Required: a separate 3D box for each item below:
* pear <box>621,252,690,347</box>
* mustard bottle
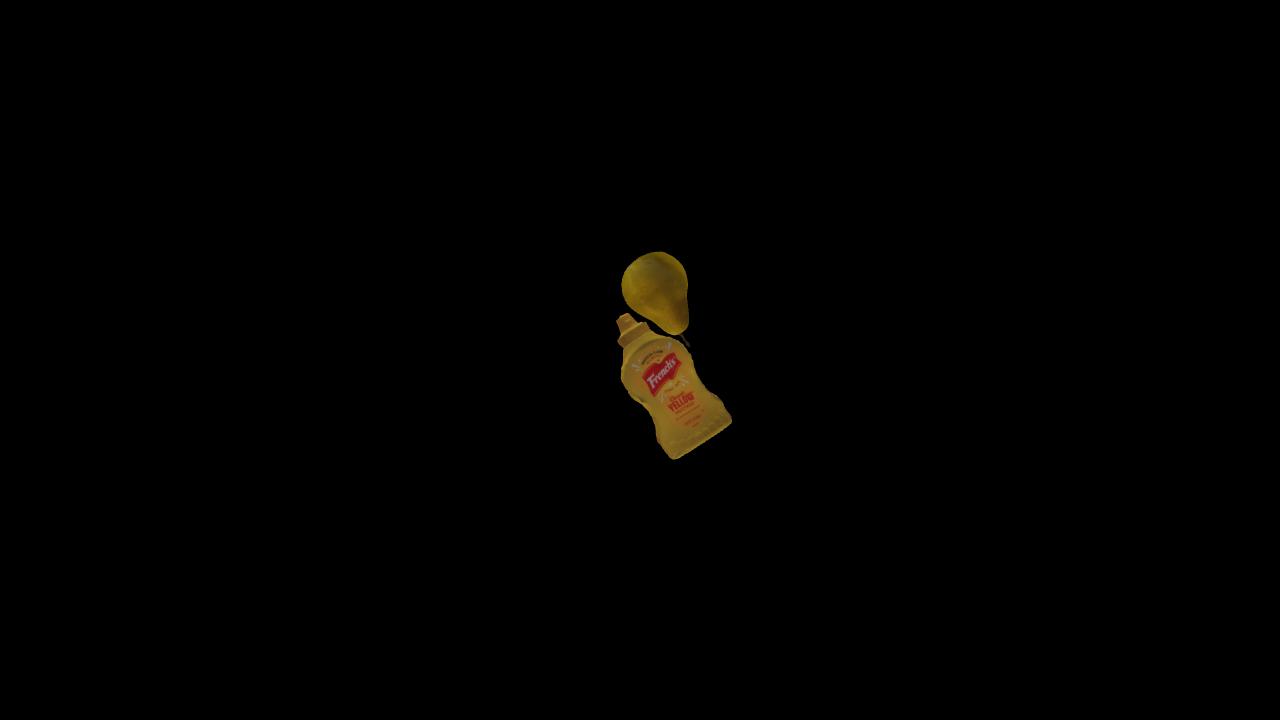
[{"bbox_3d":[0.027,-0.064,0.695,0.080,0.111,0.080,-30,-7,-4],"label":"pear"},{"bbox_3d":[0.026,0.022,0.750,0.092,0.184,0.054,-32,-5,-3],"label":"mustard bottle"}]
